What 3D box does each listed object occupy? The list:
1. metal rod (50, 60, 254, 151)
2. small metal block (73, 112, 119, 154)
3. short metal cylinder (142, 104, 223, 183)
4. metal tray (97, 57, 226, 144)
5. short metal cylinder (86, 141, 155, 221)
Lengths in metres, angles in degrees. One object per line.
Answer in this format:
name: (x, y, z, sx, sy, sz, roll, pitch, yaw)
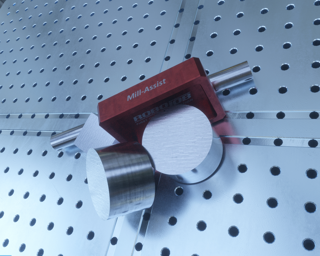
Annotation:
metal rod: (-0.023, -0.025, 0.431, 0.301, 0.025, 0.025, -19, 54, 16)
small metal block: (-0.081, 0.014, 0.421, 0.050, 0.025, 0.050, 33, 96, 19)
short metal cylinder: (0.027, 0.019, 0.355, 0.080, 0.050, 0.080, -8, 67, 21)
metal tray: (0.004, -0.021, 0.373, 0.130, 0.090, 0.030, -24, 53, 13)
short metal cylinder: (-0.047, 0.058, 0.348, 0.050, 0.079, 0.080, -9, 45, -28)
